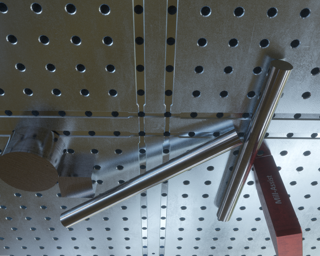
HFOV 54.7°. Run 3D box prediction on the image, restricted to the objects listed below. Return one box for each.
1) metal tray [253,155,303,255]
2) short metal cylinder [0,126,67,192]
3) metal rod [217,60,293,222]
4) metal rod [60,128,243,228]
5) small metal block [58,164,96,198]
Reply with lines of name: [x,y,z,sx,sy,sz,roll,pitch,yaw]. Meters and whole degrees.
metal tray: [0.166,0.114,0.443,0.030,0.130,0.090,-13,129,11]
short metal cylinder: [-0.176,0.044,0.430,0.081,0.050,0.079,0,130,0]
metal rod: [0.125,0.041,0.448,0.025,0.025,0.298,4,130,-4]
metal rod: [-0.022,0.079,0.459,0.300,0.025,0.025,-28,125,14]
small metal block: [-0.128,0.083,0.480,0.050,0.025,0.050,2,130,-2]
